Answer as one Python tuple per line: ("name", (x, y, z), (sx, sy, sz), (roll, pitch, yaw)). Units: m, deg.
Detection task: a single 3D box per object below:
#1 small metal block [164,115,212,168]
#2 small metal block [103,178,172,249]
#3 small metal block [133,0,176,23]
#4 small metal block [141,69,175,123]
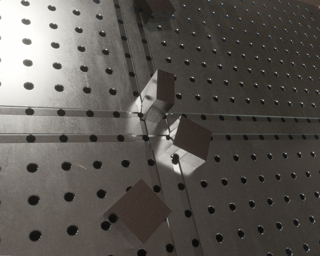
("small metal block", (0.039, 0.019, 0.420), (0.050, 0.025, 0.050), (27, 52, -12))
("small metal block", (-0.024, 0.093, 0.340), (0.050, 0.025, 0.050), (47, 51, 4))
("small metal block", (-0.009, -0.211, 0.534), (0.050, 0.025, 0.050), (-20, 73, -36))
("small metal block", (-0.003, -0.042, 0.418), (0.025, 0.050, 0.050), (15, 56, -20))
